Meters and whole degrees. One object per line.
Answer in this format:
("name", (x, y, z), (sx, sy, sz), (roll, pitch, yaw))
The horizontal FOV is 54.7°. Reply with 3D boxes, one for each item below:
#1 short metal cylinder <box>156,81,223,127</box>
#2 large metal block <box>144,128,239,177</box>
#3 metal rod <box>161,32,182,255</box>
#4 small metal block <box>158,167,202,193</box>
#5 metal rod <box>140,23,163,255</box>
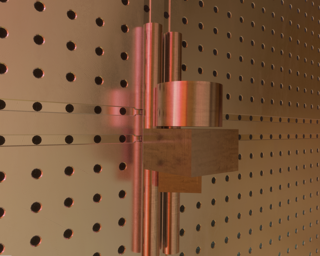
("short metal cylinder", (0.036, -0.027, 0.377), (0.081, 0.080, 0.050), (1, 90, -40))
("large metal block", (0.037, 0.026, 0.374), (0.081, 0.080, 0.050), (0, 90, -40))
("metal rod", (0.016, 0.020, 0.426), (0.025, 0.025, 0.298), (1, 89, -40))
("small metal block", (0.026, 0.063, 0.387), (0.050, 0.050, 0.025), (3, 87, -85))
("metal rod", (-0.011, 0.016, 0.403), (0.025, 0.025, 0.298), (1, 89, -40))
